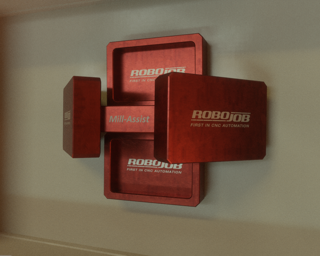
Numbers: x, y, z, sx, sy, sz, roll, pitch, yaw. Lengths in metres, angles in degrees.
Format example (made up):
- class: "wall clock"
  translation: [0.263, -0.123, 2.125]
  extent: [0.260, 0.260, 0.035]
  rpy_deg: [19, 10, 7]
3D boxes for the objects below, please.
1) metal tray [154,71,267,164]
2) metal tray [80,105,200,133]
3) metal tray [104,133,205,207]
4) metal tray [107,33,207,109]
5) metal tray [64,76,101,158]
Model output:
- class: "metal tray"
  translation: [0.059, -0.009, 0.339]
  extent: [0.030, 0.131, 0.089]
  rpy_deg: [1, 90, 62]
- class: "metal tray"
  translation: [-0.019, -0.010, 0.381]
  extent: [0.130, 0.090, 0.030]
  rpy_deg: [1, 90, 19]
- class: "metal tray"
  translation: [-0.009, 0.050, 0.407]
  extent: [0.130, 0.030, 0.089]
  rpy_deg: [1, 90, 19]
- class: "metal tray"
  translation: [-0.005, -0.070, 0.408]
  extent: [0.130, 0.030, 0.089]
  rpy_deg: [0, 90, 19]
- class: "metal tray"
  translation: [-0.103, -0.012, 0.396]
  extent: [0.030, 0.130, 0.089]
  rpy_deg: [1, 90, -22]
